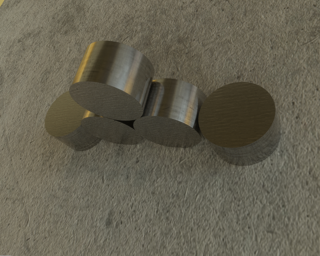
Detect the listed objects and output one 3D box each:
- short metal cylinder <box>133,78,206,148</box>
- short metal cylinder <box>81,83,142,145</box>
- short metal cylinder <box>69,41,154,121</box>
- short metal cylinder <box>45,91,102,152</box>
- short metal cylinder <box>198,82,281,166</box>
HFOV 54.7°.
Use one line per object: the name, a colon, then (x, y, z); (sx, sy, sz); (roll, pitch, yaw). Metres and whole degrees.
short metal cylinder: (0.014, -0.016, 0.373); (0.080, 0.080, 0.050); (0, 61, 28)
short metal cylinder: (-0.057, -0.017, 0.411); (0.080, 0.080, 0.050); (0, 62, 28)
short metal cylinder: (-0.051, -0.049, 0.338); (0.080, 0.080, 0.050); (1, 63, 28)
short metal cylinder: (-0.121, -0.012, 0.460); (0.080, 0.050, 0.080); (-13, 57, 21)
short metal cylinder: (0.089, -0.004, 0.344); (0.080, 0.050, 0.080); (-13, 57, 21)
